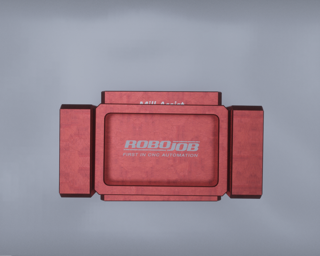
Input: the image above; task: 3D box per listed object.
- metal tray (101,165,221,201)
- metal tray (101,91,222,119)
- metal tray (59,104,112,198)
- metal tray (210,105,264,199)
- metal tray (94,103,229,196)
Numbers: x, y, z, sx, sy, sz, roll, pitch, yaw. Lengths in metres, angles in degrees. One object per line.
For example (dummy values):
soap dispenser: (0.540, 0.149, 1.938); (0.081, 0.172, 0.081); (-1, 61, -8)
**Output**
metal tray: (0.001, 0.064, 0.376); (0.131, 0.090, 0.030); (0, 90, 0)
metal tray: (0.002, -0.025, 0.376); (0.131, 0.090, 0.030); (0, 91, 0)
metal tray: (-0.080, 0.021, 0.357); (0.030, 0.130, 0.089); (1, 91, 0)
metal tray: (0.083, 0.022, 0.357); (0.030, 0.130, 0.089); (1, 91, 0)
metal tray: (0.001, 0.021, 0.317); (0.131, 0.030, 0.089); (1, 90, 0)
